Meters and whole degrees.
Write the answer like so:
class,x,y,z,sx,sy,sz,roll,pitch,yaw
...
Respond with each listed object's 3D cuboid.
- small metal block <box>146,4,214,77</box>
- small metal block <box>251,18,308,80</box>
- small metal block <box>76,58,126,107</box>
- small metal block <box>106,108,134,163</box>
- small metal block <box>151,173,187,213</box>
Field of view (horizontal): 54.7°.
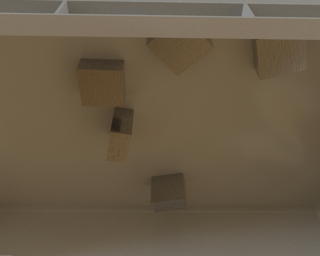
class,x,y,z,sx,sy,sz,roll,pitch,yaw
small metal block,0.021,-0.092,0.331,0.050,0.025,0.050,-34,123,25
small metal block,0.130,-0.085,0.338,0.050,0.025,0.050,-12,129,10
small metal block,-0.067,-0.052,0.364,0.050,0.025,0.050,2,130,-2
small metal block,-0.051,0.009,0.400,0.025,0.050,0.050,9,130,-8
small metal block,0.014,0.099,0.477,0.050,0.050,0.025,-8,130,6
